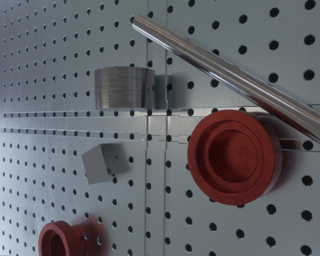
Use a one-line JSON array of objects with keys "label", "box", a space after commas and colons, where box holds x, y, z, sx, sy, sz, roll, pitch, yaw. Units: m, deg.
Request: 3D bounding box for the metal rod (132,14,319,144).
[{"label": "metal rod", "box": [0.069, -0.066, 0.352, 0.300, 0.025, 0.025, 40, 114, 32]}]

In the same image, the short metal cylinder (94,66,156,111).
[{"label": "short metal cylinder", "box": [-0.046, -0.049, 0.411, 0.080, 0.081, 0.050, -1, 89, 40]}]

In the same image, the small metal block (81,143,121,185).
[{"label": "small metal block", "box": [-0.093, 0.057, 0.486, 0.050, 0.025, 0.050, -29, 72, 36]}]

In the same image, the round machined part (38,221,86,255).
[{"label": "round machined part", "box": [-0.165, 0.209, 0.535, 0.098, 0.042, 0.097, 0, 90, 40]}]

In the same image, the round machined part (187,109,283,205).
[{"label": "round machined part", "box": [0.081, 0.030, 0.331, 0.098, 0.042, 0.097, 0, 90, 40]}]
